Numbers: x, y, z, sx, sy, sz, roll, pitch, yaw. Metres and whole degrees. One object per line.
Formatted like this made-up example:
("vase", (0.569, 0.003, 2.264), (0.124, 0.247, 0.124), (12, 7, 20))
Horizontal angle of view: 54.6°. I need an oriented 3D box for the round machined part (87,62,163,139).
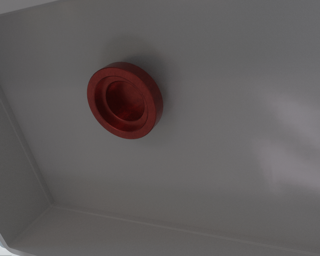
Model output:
("round machined part", (-0.040, -0.038, 0.396), (0.098, 0.042, 0.097), (13, 124, 21))
